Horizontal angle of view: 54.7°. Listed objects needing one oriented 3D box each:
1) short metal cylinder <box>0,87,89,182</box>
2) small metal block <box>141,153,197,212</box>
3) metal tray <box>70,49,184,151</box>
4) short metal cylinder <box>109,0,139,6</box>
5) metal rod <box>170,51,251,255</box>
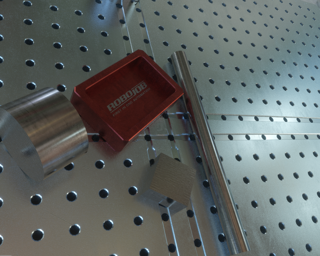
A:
[{"bbox_3d":[-0.117,0.006,0.306,0.050,0.080,0.080,-35,82,-38],"label":"short metal cylinder"},{"bbox_3d":[0.012,0.066,0.374,0.050,0.025,0.050,28,52,-11],"label":"small metal block"},{"bbox_3d":[-0.039,-0.042,0.408,0.090,0.030,0.131,45,51,3],"label":"metal tray"},{"bbox_3d":[-0.062,-0.250,0.511,0.081,0.050,0.080,14,56,-21],"label":"short metal cylinder"},{"bbox_3d":[0.062,0.017,0.431,0.025,0.025,0.299,0,62,-28],"label":"metal rod"}]
